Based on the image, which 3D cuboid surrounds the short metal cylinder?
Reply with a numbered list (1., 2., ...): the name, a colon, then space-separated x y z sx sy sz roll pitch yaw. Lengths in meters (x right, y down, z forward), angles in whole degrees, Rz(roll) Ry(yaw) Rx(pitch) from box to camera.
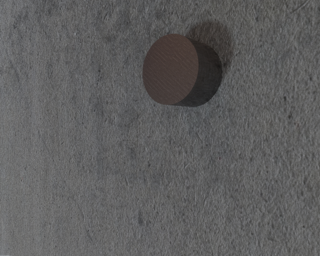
1. short metal cylinder: 0.026 -0.066 0.368 0.080 0.050 0.080 0 90 40
